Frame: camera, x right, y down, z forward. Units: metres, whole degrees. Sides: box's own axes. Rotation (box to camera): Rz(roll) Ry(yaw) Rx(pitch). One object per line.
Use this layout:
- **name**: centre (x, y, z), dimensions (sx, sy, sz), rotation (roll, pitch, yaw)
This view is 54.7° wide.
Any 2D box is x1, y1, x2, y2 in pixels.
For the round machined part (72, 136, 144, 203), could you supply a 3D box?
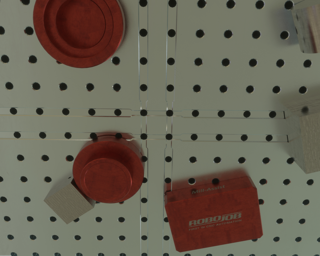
- **round machined part**: centre (-0.072, 0.063, 0.427), dimensions (0.099, 0.042, 0.097), rotation (0, 110, 0)

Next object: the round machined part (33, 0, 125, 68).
- **round machined part**: centre (-0.089, -0.122, 0.359), dimensions (0.099, 0.042, 0.097), rotation (0, 110, 0)

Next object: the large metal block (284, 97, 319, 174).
- **large metal block**: centre (0.216, 0.005, 0.404), dimensions (0.080, 0.050, 0.080), rotation (-14, 110, 5)

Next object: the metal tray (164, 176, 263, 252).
- **metal tray**: centre (0.079, 0.129, 0.459), dimensions (0.131, 0.030, 0.089), rotation (-12, 110, 4)

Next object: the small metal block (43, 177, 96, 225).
- **small metal block**: centre (-0.129, 0.104, 0.450), dimensions (0.050, 0.025, 0.050), rotation (-33, 107, 11)

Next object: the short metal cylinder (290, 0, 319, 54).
- **short metal cylinder**: centre (0.192, -0.121, 0.341), dimensions (0.080, 0.080, 0.050), rotation (-21, 109, 7)
